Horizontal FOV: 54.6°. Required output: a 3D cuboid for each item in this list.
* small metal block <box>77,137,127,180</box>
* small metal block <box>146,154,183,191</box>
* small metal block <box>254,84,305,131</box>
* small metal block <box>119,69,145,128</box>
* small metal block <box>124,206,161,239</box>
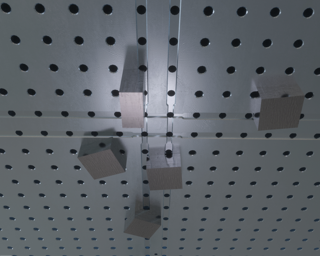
[{"bbox_3d":[-0.082,0.045,0.449,0.050,0.025,0.050,-15,129,12],"label":"small metal block"},{"bbox_3d":[0.007,0.068,0.469,0.050,0.025,0.050,-4,130,3],"label":"small metal block"},{"bbox_3d":[0.148,-0.025,0.391,0.050,0.025,0.050,-5,130,4],"label":"small metal block"},{"bbox_3d":[-0.031,-0.035,0.365,0.025,0.050,0.050,0,130,0],"label":"small metal block"},{"bbox_3d":[-0.031,0.170,0.556,0.050,0.025,0.050,20,127,-17],"label":"small metal block"}]
